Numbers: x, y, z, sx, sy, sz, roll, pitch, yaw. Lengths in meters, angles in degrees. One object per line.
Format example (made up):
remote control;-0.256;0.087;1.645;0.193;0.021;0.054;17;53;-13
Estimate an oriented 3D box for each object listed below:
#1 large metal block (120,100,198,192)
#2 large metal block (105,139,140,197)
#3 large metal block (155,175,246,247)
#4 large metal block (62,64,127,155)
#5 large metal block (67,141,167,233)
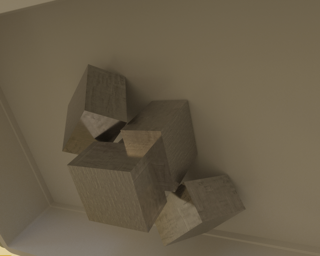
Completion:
large metal block;0.003;0.019;0.380;0.050;0.080;0.080;1;119;27
large metal block;-0.032;0.061;0.426;0.050;0.080;0.080;1;119;27
large metal block;0.048;0.106;0.402;0.080;0.081;0.050;-48;55;39
large metal block;-0.083;-0.019;0.394;0.050;0.080;0.080;17;134;-26
large metal block;-0.046;0.064;0.350;0.080;0.050;0.080;2;119;27
